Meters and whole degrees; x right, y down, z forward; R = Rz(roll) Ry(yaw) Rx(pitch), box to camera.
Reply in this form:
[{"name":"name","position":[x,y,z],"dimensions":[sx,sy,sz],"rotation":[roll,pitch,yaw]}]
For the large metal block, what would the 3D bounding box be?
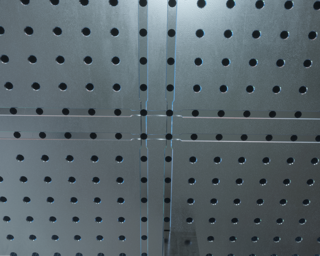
[{"name":"large metal block","position":[0.030,0.214,0.463],"dimensions":[0.050,0.080,0.079],"rotation":[2,110,-1]}]
